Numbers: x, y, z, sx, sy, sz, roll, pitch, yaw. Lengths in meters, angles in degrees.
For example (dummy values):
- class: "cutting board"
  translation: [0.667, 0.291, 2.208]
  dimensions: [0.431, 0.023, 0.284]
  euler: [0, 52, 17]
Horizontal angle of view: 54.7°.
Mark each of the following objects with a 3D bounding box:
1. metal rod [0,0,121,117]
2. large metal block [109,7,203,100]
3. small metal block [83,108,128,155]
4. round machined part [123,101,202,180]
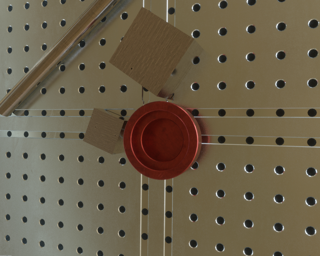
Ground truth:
- class: "metal rod"
  translation: [-0.144, -0.121, 0.463]
  dimensions: [0.299, 0.025, 0.025]
  euler: [-40, 78, 15]
- class: "large metal block"
  translation: [-0.004, -0.094, 0.401]
  dimensions: [0.080, 0.050, 0.080]
  euler: [37, 102, 16]
- class: "small metal block"
  translation: [-0.074, 0.004, 0.439]
  dimensions: [0.050, 0.025, 0.050]
  euler: [23, 97, 18]
- class: "round machined part"
  translation: [0.006, 0.015, 0.401]
  dimensions: [0.098, 0.042, 0.097]
  euler: [0, 90, 20]
